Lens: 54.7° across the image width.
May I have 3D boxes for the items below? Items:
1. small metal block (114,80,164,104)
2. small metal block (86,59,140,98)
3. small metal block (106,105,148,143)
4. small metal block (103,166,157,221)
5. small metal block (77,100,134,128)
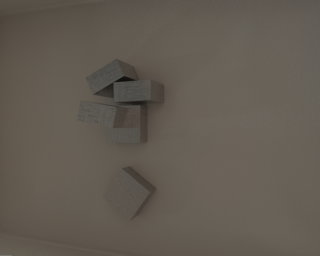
[{"bbox_3d":[-0.026,-0.046,0.406,0.050,0.050,0.025,-1,90,20],"label":"small metal block"},{"bbox_3d":[-0.062,-0.065,0.419,0.050,0.050,0.025,-27,81,18],"label":"small metal block"},{"bbox_3d":[-0.045,-0.005,0.426,0.050,0.025,0.050,1,90,20],"label":"small metal block"},{"bbox_3d":[-0.042,0.089,0.425,0.050,0.025,0.050,37,102,16],"label":"small metal block"},{"bbox_3d":[-0.068,-0.017,0.395,0.050,0.050,0.025,12,94,20],"label":"small metal block"}]
